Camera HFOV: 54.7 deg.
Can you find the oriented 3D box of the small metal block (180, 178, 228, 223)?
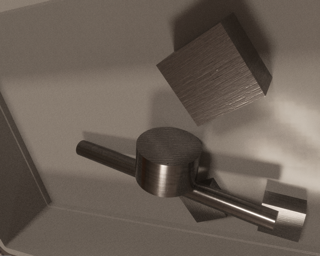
[{"bbox_3d":[0.064,0.103,0.438,0.050,0.025,0.050,-24,106,36],"label":"small metal block"}]

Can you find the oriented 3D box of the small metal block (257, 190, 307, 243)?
[{"bbox_3d":[0.155,0.113,0.396,0.050,0.025,0.050,11,123,22],"label":"small metal block"}]

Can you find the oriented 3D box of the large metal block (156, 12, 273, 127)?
[{"bbox_3d":[0.058,-0.059,0.325,0.080,0.050,0.080,-26,104,37],"label":"large metal block"}]

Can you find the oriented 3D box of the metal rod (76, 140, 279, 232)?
[{"bbox_3d":[0.005,0.070,0.425,0.301,0.025,0.025,17,125,26],"label":"metal rod"}]

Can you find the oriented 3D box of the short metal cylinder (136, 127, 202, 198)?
[{"bbox_3d":[0.010,0.041,0.392,0.080,0.080,0.050,17,125,18],"label":"short metal cylinder"}]
